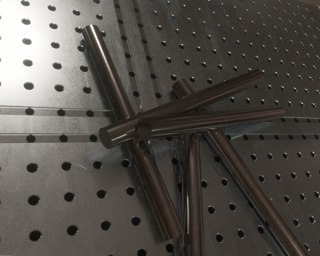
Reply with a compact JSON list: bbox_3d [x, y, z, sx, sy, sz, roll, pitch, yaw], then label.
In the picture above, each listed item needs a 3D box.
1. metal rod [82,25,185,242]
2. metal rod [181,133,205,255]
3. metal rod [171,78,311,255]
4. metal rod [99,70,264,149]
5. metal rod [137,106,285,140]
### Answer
[{"bbox_3d":[-0.041,-0.008,0.392,0.025,0.025,0.299,-11,68,-33],"label":"metal rod"},{"bbox_3d":[0.038,0.116,0.359,0.025,0.025,0.299,15,56,-20],"label":"metal rod"},{"bbox_3d":[0.108,0.055,0.434,0.025,0.025,0.299,-25,75,-37],"label":"metal rod"},{"bbox_3d":[0.052,-0.037,0.426,0.302,0.025,0.025,-24,75,-37],"label":"metal rod"},{"bbox_3d":[0.094,-0.013,0.437,0.302,0.025,0.025,-7,65,-42],"label":"metal rod"}]
